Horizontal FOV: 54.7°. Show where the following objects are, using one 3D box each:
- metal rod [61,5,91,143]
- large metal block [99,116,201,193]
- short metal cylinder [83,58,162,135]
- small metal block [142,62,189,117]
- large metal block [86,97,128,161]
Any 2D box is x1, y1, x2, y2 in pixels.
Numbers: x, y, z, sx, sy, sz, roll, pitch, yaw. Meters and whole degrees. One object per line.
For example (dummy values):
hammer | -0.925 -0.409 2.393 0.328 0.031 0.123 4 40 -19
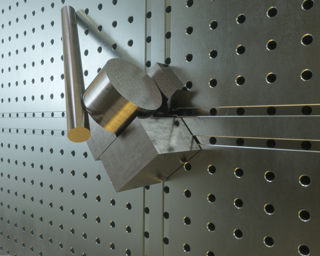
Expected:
metal rod | -0.125 -0.097 0.442 0.025 0.025 0.300 -49 40 29
large metal block | -0.012 0.031 0.379 0.080 0.081 0.050 -45 64 30
short metal cylinder | -0.045 -0.038 0.375 0.050 0.081 0.080 -44 64 31
small metal block | 0.002 -0.049 0.407 0.050 0.025 0.050 -49 62 28
large metal block | -0.059 -0.006 0.421 0.050 0.081 0.080 -45 63 30
